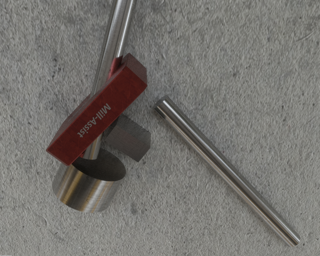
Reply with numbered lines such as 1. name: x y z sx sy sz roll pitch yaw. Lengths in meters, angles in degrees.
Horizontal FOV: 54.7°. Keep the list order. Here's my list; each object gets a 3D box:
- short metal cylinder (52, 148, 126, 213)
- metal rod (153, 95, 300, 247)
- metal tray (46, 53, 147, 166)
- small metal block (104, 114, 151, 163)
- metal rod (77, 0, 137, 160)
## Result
1. short metal cylinder: -0.091 0.063 0.403 0.080 0.080 0.050 25 108 -9
2. metal rod: 0.102 0.069 0.436 0.025 0.025 0.300 -41 106 13
3. metal tray: -0.071 -0.025 0.364 0.030 0.090 0.130 42 105 -18
4. small metal block: -0.040 0.011 0.400 0.050 0.050 0.025 35 106 -12
5. metal rod: -0.047 -0.108 0.345 0.025 0.025 0.298 15 100 -6
